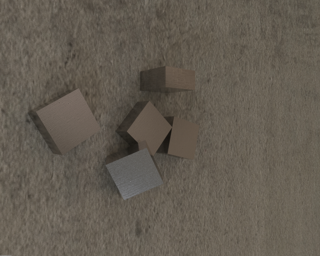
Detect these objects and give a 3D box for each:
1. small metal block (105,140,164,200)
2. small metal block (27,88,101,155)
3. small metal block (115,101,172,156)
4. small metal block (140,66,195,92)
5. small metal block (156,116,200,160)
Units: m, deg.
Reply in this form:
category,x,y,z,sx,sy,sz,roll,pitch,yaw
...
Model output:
category,x,y,z,sx,sy,sz,roll,pitch,yaw
small metal block,-0.030,0.049,0.365,0.050,0.025,0.050,-23,109,1
small metal block,-0.099,-0.007,0.323,0.050,0.025,0.050,-38,114,-33
small metal block,-0.019,0.001,0.391,0.050,0.025,0.050,49,61,-29
small metal block,0.010,-0.061,0.398,0.050,0.050,0.025,-1,91,-40
small metal block,0.025,0.014,0.428,0.050,0.025,0.050,17,79,-39
